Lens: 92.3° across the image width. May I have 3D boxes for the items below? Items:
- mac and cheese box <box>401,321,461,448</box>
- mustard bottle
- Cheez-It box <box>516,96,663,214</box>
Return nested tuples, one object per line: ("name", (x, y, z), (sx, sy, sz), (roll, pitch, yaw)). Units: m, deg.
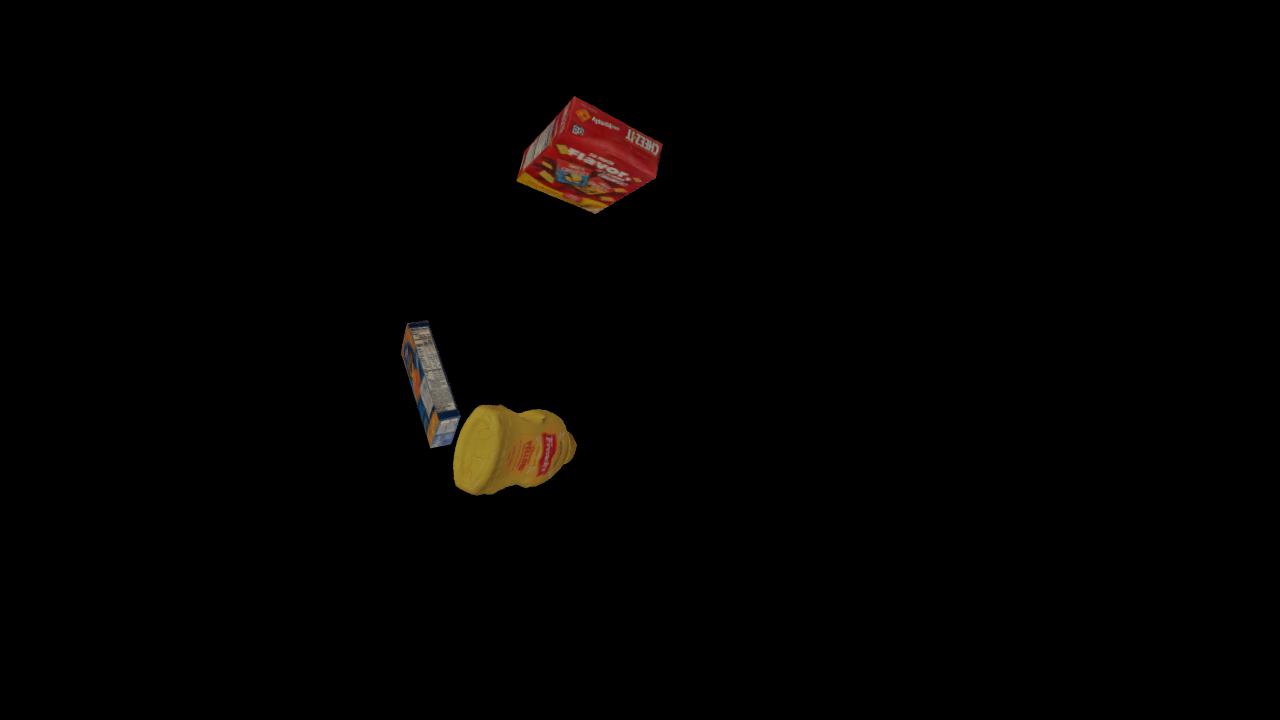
("mac and cheese box", (-0.338, 0.038, 0.986), (0.041, 0.184, 0.093), (-11, -29, -32))
("mustard bottle", (-0.125, 0.098, 0.690), (0.054, 0.092, 0.184), (10, -2, 26))
("Cheez-It box", (-0.091, -0.333, 1.037), (0.166, 0.071, 0.223), (17, -12, -28))
